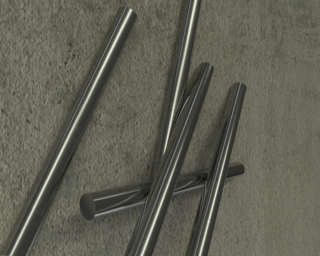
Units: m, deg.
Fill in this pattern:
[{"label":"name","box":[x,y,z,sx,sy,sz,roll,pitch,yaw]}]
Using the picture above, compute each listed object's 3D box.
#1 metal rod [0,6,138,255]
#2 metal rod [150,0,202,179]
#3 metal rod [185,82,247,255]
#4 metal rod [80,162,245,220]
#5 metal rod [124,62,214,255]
[{"label":"metal rod","box":[-0.090,-0.003,0.330,0.025,0.025,0.299,33,69,-36]},{"label":"metal rod","box":[0.021,-0.042,0.424,0.025,0.025,0.299,18,78,-39]},{"label":"metal rod","box":[0.085,0.045,0.433,0.025,0.025,0.300,48,48,-30]},{"label":"metal rod","box":[0.031,0.071,0.403,0.302,0.025,0.025,-1,91,-49]},{"label":"metal rod","box":[0.023,0.019,0.373,0.025,0.025,0.301,50,45,-29]}]
